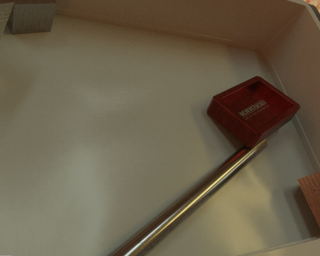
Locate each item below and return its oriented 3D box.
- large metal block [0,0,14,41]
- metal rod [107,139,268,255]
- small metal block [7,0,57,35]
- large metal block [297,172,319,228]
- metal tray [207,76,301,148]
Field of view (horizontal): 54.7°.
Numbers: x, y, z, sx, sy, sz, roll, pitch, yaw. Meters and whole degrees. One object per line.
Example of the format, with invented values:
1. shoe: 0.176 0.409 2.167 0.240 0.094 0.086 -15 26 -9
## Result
1. large metal block: -0.204 -0.102 0.308 0.050 0.080 0.080 36 30 -5
2. metal rod: 0.050 0.081 0.384 0.302 0.025 0.025 -29 78 -38
3. small metal block: -0.164 -0.147 0.392 0.050 0.050 0.025 -19 72 -35
4. large metal block: 0.255 0.100 0.439 0.050 0.080 0.080 28 40 -55
5. metal tray: 0.149 -0.030 0.487 0.131 0.030 0.090 -26 59 -37
